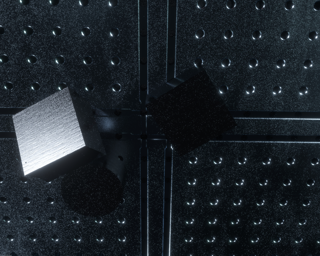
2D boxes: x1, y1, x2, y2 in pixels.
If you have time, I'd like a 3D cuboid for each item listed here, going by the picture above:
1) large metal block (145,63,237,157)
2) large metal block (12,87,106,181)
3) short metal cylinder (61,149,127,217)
[{"bbox_3d":[0.038,-0.024,0.392,0.080,0.050,0.080,-31,108,10],"label":"large metal block"},{"bbox_3d":[-0.124,0.009,0.381,0.080,0.050,0.080,-26,68,9],"label":"large metal block"},{"bbox_3d":[-0.089,0.074,0.426,0.081,0.050,0.079,0,110,0],"label":"short metal cylinder"}]
